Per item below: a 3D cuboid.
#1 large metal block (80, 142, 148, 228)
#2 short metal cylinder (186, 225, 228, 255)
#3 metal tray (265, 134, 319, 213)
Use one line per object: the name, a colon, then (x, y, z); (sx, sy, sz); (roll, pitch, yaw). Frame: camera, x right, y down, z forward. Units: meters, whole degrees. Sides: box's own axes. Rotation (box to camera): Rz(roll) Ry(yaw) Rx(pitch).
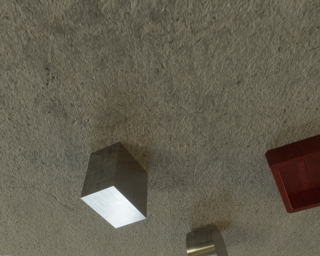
large metal block: (-0.060, 0.081, 0.439); (0.050, 0.080, 0.080); (-23, 127, 18)
short metal cylinder: (0.087, 0.224, 0.563); (0.050, 0.080, 0.080); (-22, 127, 17)
metal tray: (0.222, 0.073, 0.469); (0.090, 0.030, 0.130); (-21, 128, 16)
